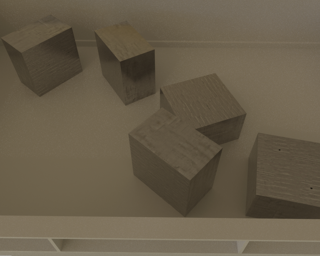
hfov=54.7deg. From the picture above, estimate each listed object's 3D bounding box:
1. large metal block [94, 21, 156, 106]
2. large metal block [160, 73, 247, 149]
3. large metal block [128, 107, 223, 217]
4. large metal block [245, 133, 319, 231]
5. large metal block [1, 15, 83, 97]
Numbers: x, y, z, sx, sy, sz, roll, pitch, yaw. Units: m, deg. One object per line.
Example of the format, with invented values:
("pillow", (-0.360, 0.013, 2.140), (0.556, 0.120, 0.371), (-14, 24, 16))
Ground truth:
("large metal block", (-0.049, -0.094, 0.448), (0.050, 0.080, 0.080), (-25, 55, -19))
("large metal block", (0.052, -0.019, 0.405), (0.081, 0.050, 0.080), (-17, 52, -14))
("large metal block", (0.015, 0.038, 0.338), (0.080, 0.080, 0.050), (35, 59, 26))
("large metal block", (0.142, 0.058, 0.341), (0.080, 0.050, 0.080), (10, 51, 8))
("large metal block", (-0.170, -0.107, 0.458), (0.050, 0.080, 0.080), (35, 58, 25))
